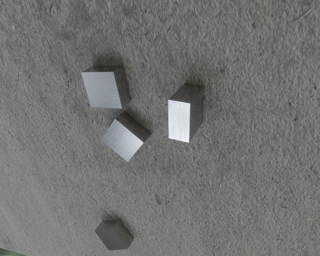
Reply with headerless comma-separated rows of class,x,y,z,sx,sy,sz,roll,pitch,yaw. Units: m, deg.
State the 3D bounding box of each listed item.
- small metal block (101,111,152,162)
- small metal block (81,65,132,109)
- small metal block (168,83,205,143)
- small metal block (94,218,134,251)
small metal block,-0.048,0.012,0.440,0.050,0.025,0.050,40,129,0
small metal block,-0.070,-0.055,0.410,0.050,0.025,0.050,4,120,26
small metal block,0.031,-0.019,0.362,0.025,0.050,0.050,12,124,22
small metal block,-0.085,0.198,0.574,0.050,0.025,0.050,-21,108,36
